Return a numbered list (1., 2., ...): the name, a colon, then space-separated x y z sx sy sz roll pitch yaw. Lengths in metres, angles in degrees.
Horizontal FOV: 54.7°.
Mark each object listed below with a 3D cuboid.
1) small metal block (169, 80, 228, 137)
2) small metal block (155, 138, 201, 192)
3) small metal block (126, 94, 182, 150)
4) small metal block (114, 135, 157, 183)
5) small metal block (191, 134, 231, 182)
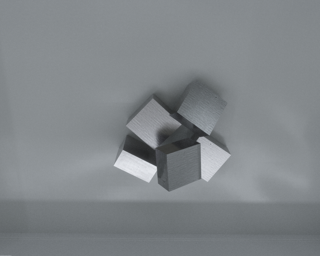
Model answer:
1. small metal block: 0.049 -0.024 0.390 0.050 0.025 0.050 35 73 -13
2. small metal block: 0.024 0.045 0.388 0.050 0.025 0.050 -16 113 -29
3. small metal block: -0.008 -0.008 0.406 0.050 0.025 0.050 42 104 -14
4. small metal block: -0.030 0.040 0.410 0.050 0.050 0.025 28 108 -10
5. small metal block: 0.059 0.037 0.424 0.050 0.025 0.050 34 106 -12
